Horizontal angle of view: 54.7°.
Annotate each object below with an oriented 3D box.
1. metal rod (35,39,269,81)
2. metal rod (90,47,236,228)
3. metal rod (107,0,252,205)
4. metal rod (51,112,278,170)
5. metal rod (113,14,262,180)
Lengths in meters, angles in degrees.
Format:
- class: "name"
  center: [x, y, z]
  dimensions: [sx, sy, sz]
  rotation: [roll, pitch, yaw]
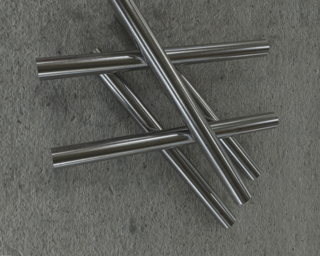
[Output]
- class: "metal rod"
  center: [0.007, -0.089, 0.387]
  dimensions: [0.303, 0.025, 0.025]
  rotation: [-10, 94, -20]
- class: "metal rod"
  center: [0.007, 0.022, 0.413]
  dimensions: [0.025, 0.025, 0.300]
  rotation: [-43, 104, -15]
- class: "metal rod"
  center: [0.027, -0.032, 0.368]
  dimensions: [0.025, 0.025, 0.299]
  rotation: [-37, 102, -17]
- class: "metal rod"
  center: [0.022, 0.011, 0.393]
  dimensions: [0.303, 0.025, 0.025]
  rotation: [-9, 93, -20]
- class: "metal rod"
  center: [0.046, -0.040, 0.428]
  dimensions: [0.025, 0.025, 0.300]
  rotation: [-45, 104, -15]
